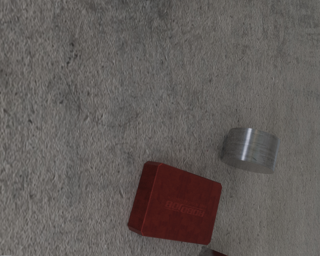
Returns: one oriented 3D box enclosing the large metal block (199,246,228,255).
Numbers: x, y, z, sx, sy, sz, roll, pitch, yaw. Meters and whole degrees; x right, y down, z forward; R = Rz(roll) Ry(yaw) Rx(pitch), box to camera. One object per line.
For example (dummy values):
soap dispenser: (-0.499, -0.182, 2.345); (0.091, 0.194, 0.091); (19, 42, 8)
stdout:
large metal block: (0.105, 0.226, 0.457); (0.080, 0.080, 0.050); (45, 63, -31)

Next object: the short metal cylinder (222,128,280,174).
short metal cylinder: (0.143, 0.037, 0.489); (0.080, 0.080, 0.050); (27, 73, -37)

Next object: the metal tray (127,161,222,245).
metal tray: (0.026, 0.105, 0.423); (0.131, 0.030, 0.090); (24, 75, -37)
